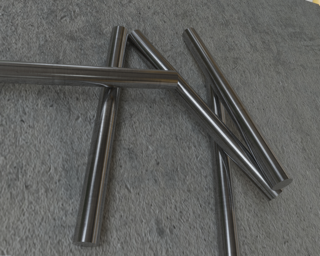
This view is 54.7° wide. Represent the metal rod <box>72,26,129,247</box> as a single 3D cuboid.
[{"bbox_3d":[-0.065,-0.015,0.377,0.025,0.025,0.300,16,55,-19],"label":"metal rod"}]

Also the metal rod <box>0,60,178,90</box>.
[{"bbox_3d":[-0.123,-0.061,0.352,0.303,0.025,0.025,-1,62,-21],"label":"metal rod"}]

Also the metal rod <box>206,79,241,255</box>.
[{"bbox_3d":[0.083,0.049,0.417,0.025,0.025,0.299,15,56,-20],"label":"metal rod"}]

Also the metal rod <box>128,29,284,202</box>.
[{"bbox_3d":[0.052,-0.028,0.425,0.025,0.025,0.300,-27,69,-37],"label":"metal rod"}]

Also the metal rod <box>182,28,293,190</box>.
[{"bbox_3d":[0.095,-0.048,0.442,0.025,0.025,0.299,1,49,-28],"label":"metal rod"}]
